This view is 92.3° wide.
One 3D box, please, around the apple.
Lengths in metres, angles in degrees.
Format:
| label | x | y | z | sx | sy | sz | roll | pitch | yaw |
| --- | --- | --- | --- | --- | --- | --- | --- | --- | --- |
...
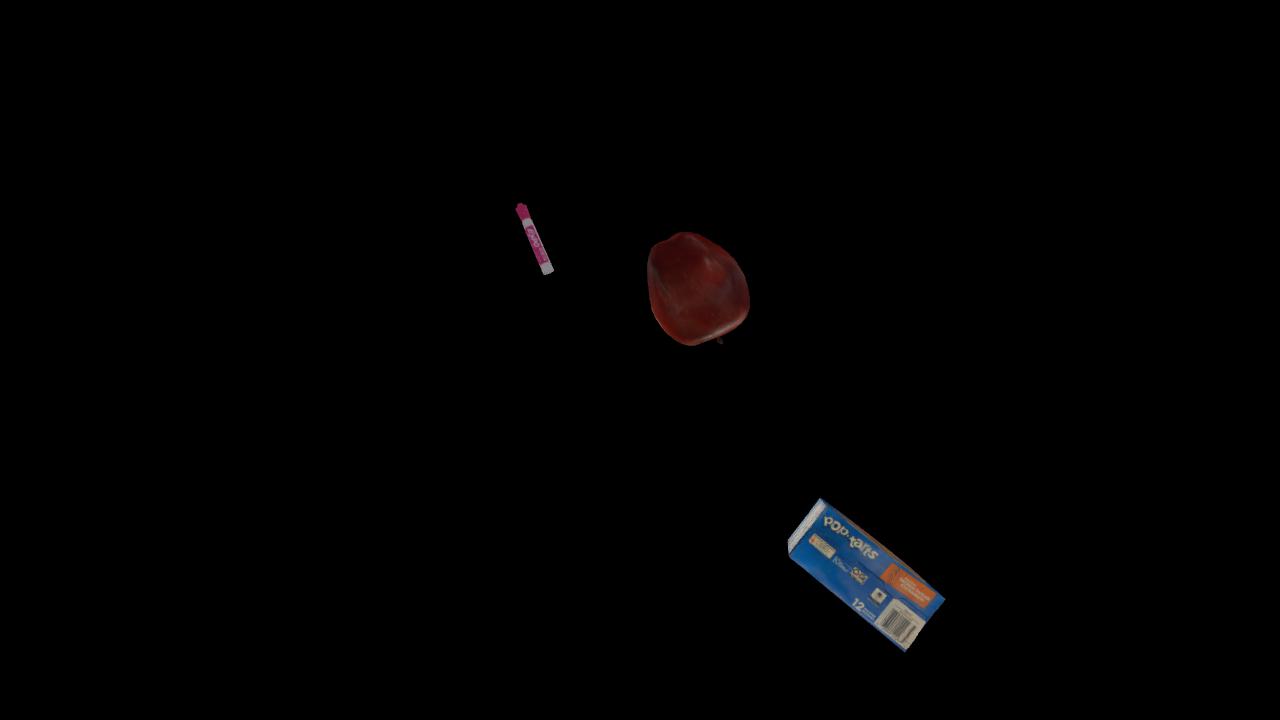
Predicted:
| label | x | y | z | sx | sy | sz | roll | pitch | yaw |
| --- | --- | --- | --- | --- | --- | --- | --- | --- | --- |
| apple | 0.045 | -0.055 | 0.487 | 0.079 | 0.093 | 0.079 | -27 | -2 | -1 |

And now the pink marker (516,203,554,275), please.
| label | x | y | z | sx | sy | sz | roll | pitch | yaw |
| --- | --- | --- | --- | --- | --- | --- | --- | --- | --- |
| pink marker | -0.169 | -0.194 | 0.981 | 0.020 | 0.121 | 0.020 | -23 | -3 | -1 |

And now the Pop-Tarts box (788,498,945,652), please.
| label | x | y | z | sx | sy | sz | roll | pitch | yaw |
| --- | --- | --- | --- | --- | --- | --- | --- | --- | --- |
| Pop-Tarts box | 0.282 | 0.267 | 0.795 | 0.167 | 0.083 | 0.141 | 39 | 1 | 16 |
